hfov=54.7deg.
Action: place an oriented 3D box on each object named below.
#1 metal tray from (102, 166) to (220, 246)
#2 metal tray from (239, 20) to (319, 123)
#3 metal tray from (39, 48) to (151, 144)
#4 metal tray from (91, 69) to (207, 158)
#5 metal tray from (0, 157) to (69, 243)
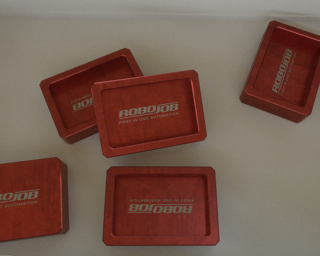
[{"bbox_3d":[0.001,0.093,0.372,0.131,0.030,0.090,0,70,-1],"label":"metal tray"},{"bbox_3d":[0.178,-0.082,0.438,0.090,0.030,0.130,22,71,7],"label":"metal tray"},{"bbox_3d":[-0.084,-0.045,0.422,0.131,0.030,0.090,-24,72,-9],"label":"metal tray"},{"bbox_3d":[-0.013,-0.019,0.388,0.131,0.030,0.089,-10,95,-11],"label":"metal tray"},{"bbox_3d":[-0.180,0.089,0.372,0.131,0.030,0.090,-7,70,-3],"label":"metal tray"}]
